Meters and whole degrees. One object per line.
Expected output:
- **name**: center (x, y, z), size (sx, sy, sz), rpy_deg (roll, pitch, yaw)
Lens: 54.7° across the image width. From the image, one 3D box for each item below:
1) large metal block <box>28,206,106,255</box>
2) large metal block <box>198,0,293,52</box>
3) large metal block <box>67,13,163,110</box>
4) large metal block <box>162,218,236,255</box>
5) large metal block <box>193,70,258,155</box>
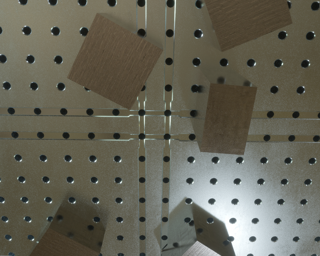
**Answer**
- **large metal block**: center (-0.141, 0.179, 0.464), size (0.080, 0.050, 0.080), rpy_deg (33, 107, -12)
- **large metal block**: center (0.090, -0.142, 0.349), size (0.080, 0.050, 0.080), rpy_deg (-21, 109, 7)
- **large metal block**: center (-0.051, -0.080, 0.370), size (0.080, 0.050, 0.080), rpy_deg (27, 108, -10)
- **large metal block**: center (0.059, 0.201, 0.475), size (0.080, 0.050, 0.080), rpy_deg (36, 106, -13)
- **large metal block**: center (0.074, -0.022, 0.377), size (0.050, 0.080, 0.079), rpy_deg (5, 110, -2)
